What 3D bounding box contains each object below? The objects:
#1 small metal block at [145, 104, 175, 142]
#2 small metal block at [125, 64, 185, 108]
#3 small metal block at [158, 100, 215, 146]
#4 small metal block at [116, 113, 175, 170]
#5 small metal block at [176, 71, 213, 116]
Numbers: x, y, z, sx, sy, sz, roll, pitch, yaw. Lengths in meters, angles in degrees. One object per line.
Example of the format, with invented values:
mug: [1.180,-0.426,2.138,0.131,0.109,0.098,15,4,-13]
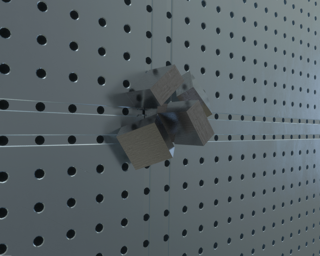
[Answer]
small metal block: [0.007,-0.006,0.414,0.050,0.025,0.050,1,89,-41]
small metal block: [-0.007,-0.051,0.386,0.050,0.050,0.025,-48,119,-29]
small metal block: [0.032,-0.006,0.386,0.025,0.050,0.050,-44,117,-32]
small metal block: [-0.016,0.017,0.374,0.050,0.050,0.025,63,18,-21]
small metal block: [0.046,-0.044,0.429,0.050,0.025,0.050,50,21,-28]
